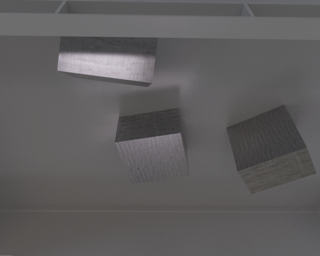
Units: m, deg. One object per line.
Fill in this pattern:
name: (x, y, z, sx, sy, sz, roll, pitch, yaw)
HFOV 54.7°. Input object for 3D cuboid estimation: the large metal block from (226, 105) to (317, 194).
large metal block: (0.139, 0.027, 0.397, 0.080, 0.080, 0.050, -23, 126, 18)

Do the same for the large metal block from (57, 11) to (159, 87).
large metal block: (-0.047, -0.072, 0.302, 0.081, 0.080, 0.050, 7, 94, -6)

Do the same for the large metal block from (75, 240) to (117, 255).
large metal block: (-0.134, 0.283, 0.615, 0.050, 0.080, 0.080, 35, 122, -26)

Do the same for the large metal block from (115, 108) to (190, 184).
large metal block: (-0.007, 0.025, 0.414, 0.080, 0.050, 0.080, -9, 130, 7)
